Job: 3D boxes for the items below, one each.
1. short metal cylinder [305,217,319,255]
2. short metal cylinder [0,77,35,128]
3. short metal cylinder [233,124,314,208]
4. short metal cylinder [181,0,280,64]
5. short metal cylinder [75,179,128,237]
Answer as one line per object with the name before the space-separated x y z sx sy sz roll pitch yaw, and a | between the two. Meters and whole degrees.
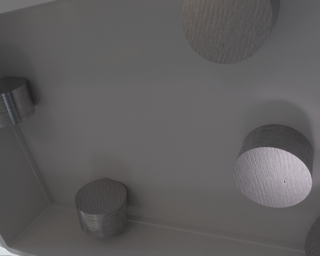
short metal cylinder | 0.211 0.131 0.343 0.050 0.080 0.080 39 129 2
short metal cylinder | -0.240 -0.041 0.475 0.080 0.080 0.050 8 122 24
short metal cylinder | 0.129 0.042 0.351 0.080 0.050 0.079 13 124 21
short metal cylinder | 0.067 -0.106 0.291 0.080 0.050 0.079 13 124 21
short metal cylinder | -0.093 0.128 0.501 0.080 0.080 0.050 12 124 21
